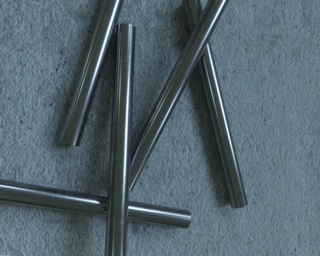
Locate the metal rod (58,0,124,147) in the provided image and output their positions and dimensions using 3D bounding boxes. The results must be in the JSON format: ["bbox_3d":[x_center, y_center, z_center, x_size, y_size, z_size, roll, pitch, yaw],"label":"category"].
[{"bbox_3d":[-0.068,-0.124,0.383,0.025,0.025,0.299,18,84,-19],"label":"metal rod"}]

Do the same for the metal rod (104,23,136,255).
[{"bbox_3d":[-0.047,0.021,0.373,0.025,0.025,0.298,5,82,-20],"label":"metal rod"}]

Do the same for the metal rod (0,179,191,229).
[{"bbox_3d":[-0.102,0.089,0.371,0.302,0.025,0.025,15,85,-20],"label":"metal rod"}]

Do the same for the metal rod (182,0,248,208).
[{"bbox_3d":[0.079,-0.032,0.437,0.025,0.025,0.298,-16,96,-19],"label":"metal rod"}]

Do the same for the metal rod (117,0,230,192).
[{"bbox_3d":[0.022,-0.058,0.399,0.025,0.025,0.299,28,87,-18],"label":"metal rod"}]
